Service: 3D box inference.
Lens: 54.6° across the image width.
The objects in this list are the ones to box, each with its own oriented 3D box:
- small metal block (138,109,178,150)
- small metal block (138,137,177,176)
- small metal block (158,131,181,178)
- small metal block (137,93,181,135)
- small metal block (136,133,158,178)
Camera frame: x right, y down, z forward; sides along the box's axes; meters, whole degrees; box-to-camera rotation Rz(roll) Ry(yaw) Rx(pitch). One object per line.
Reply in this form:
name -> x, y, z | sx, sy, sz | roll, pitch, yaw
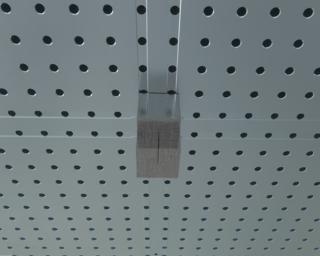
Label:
small metal block -> -0.003, 0.002, 0.413 | 0.050, 0.025, 0.050 | 2, 130, 0
small metal block -> -0.003, 0.039, 0.427 | 0.050, 0.050, 0.025 | 1, 130, -1
small metal block -> 0.011, 0.026, 0.385 | 0.025, 0.050, 0.050 | 2, 130, 0
small metal block -> -0.001, -0.018, 0.379 | 0.050, 0.050, 0.025 | 2, 130, -1
small metal block -> -0.015, 0.026, 0.384 | 0.025, 0.050, 0.050 | 1, 130, -1
